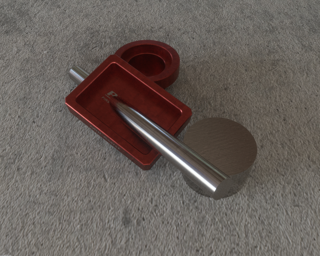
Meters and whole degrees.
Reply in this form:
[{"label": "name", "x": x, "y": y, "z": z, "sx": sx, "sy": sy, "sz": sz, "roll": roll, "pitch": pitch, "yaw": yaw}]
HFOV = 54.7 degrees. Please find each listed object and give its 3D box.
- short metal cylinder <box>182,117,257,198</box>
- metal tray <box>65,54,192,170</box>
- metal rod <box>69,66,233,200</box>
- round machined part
[{"label": "short metal cylinder", "x": 0.066, "y": 0.034, "z": 0.359, "sx": 0.081, "sy": 0.050, "sz": 0.080, "roll": 0, "pitch": 50, "yaw": 0}, {"label": "metal tray", "x": -0.038, "y": -0.021, "z": 0.384, "sx": 0.130, "sy": 0.030, "sz": 0.090, "roll": 37, "pitch": 72, "yaw": 10}, {"label": "metal rod", "x": -0.035, "y": -0.014, "z": 0.377, "sx": 0.025, "sy": 0.025, "sz": 0.300, "roll": -32, "pitch": 46, "yaw": -24}, {"label": "round machined part", "x": -0.020, "y": -0.086, "z": 0.465, "sx": 0.099, "sy": 0.042, "sz": 0.098, "roll": 0, "pitch": 50, "yaw": 0}]
